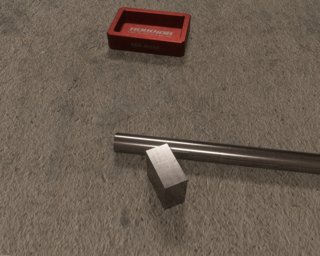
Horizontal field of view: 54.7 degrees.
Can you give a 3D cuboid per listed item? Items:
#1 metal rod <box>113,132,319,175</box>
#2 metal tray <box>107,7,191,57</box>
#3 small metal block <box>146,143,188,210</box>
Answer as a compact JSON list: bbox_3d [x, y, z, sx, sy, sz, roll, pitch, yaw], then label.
[{"bbox_3d":[0.095,0.033,0.376,0.302,0.025,0.025,6,50,4],"label":"metal rod"},{"bbox_3d":[-0.017,-0.170,0.542,0.131,0.030,0.090,8,50,6],"label":"metal tray"},{"bbox_3d":[0.006,0.054,0.342,0.025,0.050,0.050,-19,53,-15],"label":"small metal block"}]
